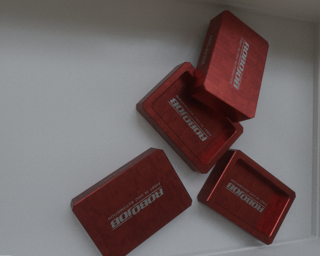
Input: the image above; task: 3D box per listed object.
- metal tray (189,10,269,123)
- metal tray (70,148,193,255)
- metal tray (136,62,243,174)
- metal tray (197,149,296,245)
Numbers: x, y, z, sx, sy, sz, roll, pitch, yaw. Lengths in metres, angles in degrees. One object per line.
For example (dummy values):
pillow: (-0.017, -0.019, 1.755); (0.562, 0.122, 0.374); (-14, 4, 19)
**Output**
metal tray: (0.099, -0.084, 0.425); (0.090, 0.030, 0.130); (28, 66, -24)
metal tray: (-0.034, 0.095, 0.396); (0.131, 0.030, 0.090); (-33, 101, -17)
metal tray: (0.043, -0.013, 0.424); (0.090, 0.030, 0.130); (-46, 105, -14)
metal tray: (0.130, 0.101, 0.457); (0.130, 0.030, 0.090); (36, 78, -17)
